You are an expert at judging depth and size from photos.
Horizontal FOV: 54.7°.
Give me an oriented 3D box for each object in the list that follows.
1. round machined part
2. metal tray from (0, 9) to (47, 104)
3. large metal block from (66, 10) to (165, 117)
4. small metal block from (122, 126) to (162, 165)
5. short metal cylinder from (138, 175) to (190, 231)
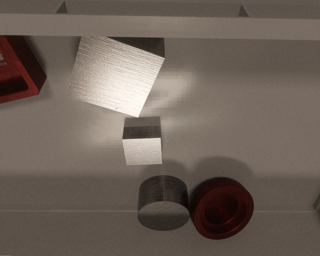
[{"bbox_3d":[0.093,0.123,0.489,0.099,0.042,0.097,-5,110,-12],"label":"round machined part"},{"bbox_3d":[-0.209,-0.068,0.344,0.131,0.030,0.090,-12,130,9],"label":"metal tray"},{"bbox_3d":[-0.048,-0.067,0.335,0.081,0.050,0.079,17,128,-14],"label":"large metal block"},{"bbox_3d":[-0.023,0.025,0.430,0.050,0.025,0.050,-2,130,1],"label":"small metal block"},{"bbox_3d":[0.006,0.121,0.496,0.081,0.050,0.079,0,130,0],"label":"short metal cylinder"}]
